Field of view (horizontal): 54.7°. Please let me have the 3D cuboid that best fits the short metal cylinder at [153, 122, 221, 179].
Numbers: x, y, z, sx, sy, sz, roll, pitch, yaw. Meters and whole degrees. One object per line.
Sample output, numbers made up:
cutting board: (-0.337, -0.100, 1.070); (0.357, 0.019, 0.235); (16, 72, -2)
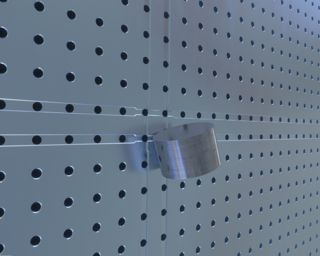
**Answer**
short metal cylinder: (0.035, 0.028, 0.405); (0.081, 0.080, 0.050); (-22, 105, -38)
